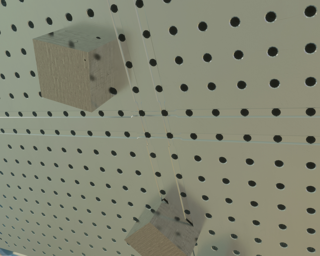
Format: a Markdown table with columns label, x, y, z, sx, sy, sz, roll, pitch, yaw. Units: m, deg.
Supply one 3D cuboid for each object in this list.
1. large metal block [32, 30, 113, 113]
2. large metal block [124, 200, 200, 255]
| label | x | y | z | sx | sy | sz | roll | pitch | yaw |
| --- | --- | --- | --- | --- | --- | --- | --- | --- | --- |
| large metal block | -0.110 | -0.076 | 0.404 | 0.080 | 0.050 | 0.079 | 17 | 125 | 18 |
| large metal block | 0.003 | 0.175 | 0.501 | 0.080 | 0.050 | 0.080 | 43 | 129 | -2 |
